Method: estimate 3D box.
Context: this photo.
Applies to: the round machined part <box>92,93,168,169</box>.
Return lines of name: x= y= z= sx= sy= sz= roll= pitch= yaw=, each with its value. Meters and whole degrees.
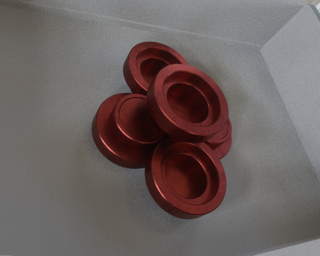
round machined part: x=-0.030 y=-0.003 z=0.380 sx=0.099 sy=0.042 sz=0.098 roll=14 pitch=56 yaw=-21

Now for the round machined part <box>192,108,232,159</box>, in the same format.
round machined part: x=0.059 y=0.000 z=0.425 sx=0.099 sy=0.042 sz=0.098 roll=14 pitch=56 yaw=-21

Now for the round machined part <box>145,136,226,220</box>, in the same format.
round machined part: x=0.027 y=0.061 z=0.371 sx=0.099 sy=0.042 sz=0.098 roll=14 pitch=56 yaw=-21

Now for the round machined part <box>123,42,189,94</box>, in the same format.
round machined part: x=-0.005 y=-0.069 z=0.433 sx=0.099 sy=0.042 sz=0.098 roll=14 pitch=56 yaw=-21

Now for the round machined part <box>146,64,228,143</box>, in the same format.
round machined part: x=0.029 y=-0.025 z=0.371 sx=0.099 sy=0.042 sz=0.098 roll=14 pitch=56 yaw=-21
